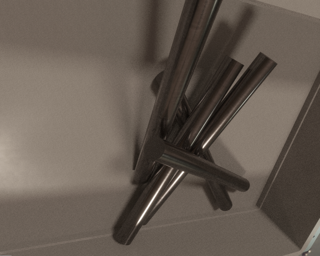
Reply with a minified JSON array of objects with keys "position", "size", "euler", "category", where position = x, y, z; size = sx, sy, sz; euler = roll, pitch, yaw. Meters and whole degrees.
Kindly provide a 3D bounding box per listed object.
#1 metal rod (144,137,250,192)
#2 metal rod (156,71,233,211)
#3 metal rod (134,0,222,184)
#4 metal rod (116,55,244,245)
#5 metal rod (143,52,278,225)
[{"position":[0.072,0.062,0.437],"size":[0.025,0.025,0.301],"euler":[-51,145,8],"category":"metal rod"},{"position":[0.063,0.038,0.468],"size":[0.025,0.025,0.299],"euler":[-34,129,-6],"category":"metal rod"},{"position":[0.005,-0.017,0.323],"size":[0.025,0.025,0.298],"euler":[-12,149,-22],"category":"metal rod"},{"position":[0.018,0.042,0.415],"size":[0.025,0.025,0.298],"euler":[17,112,-36],"category":"metal rod"},{"position":[0.049,0.029,0.424],"size":[0.025,0.025,0.298],"euler":[18,119,-36],"category":"metal rod"}]
